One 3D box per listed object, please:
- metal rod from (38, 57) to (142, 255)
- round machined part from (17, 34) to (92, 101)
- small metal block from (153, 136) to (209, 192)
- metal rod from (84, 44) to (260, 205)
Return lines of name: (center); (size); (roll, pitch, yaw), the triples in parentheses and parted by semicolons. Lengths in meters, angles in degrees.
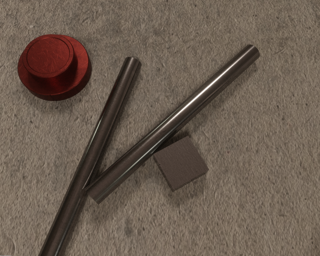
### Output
metal rod: (-0.086, 0.039, 0.392); (0.025, 0.025, 0.299); (18, 71, 6)
round machined part: (-0.149, -0.090, 0.430); (0.099, 0.042, 0.098); (0, 70, -1)
small metal block: (0.026, 0.046, 0.392); (0.050, 0.025, 0.050); (-28, 73, -10)
metal rod: (0.027, -0.015, 0.407); (0.301, 0.025, 0.025); (-42, 76, -16)
